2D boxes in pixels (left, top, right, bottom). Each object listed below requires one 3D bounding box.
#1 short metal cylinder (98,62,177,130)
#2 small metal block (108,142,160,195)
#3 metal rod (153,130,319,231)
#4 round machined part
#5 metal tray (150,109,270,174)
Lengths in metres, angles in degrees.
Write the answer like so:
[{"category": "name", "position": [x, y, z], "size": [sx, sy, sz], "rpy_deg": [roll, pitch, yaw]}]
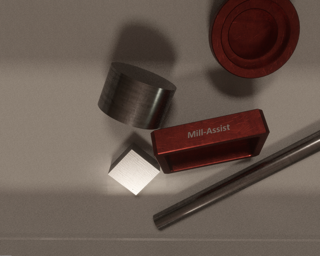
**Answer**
[{"category": "short metal cylinder", "position": [-0.027, -0.039, 0.367], "size": [0.080, 0.080, 0.050], "rpy_deg": [20, 109, -8]}, {"category": "small metal block", "position": [-0.035, 0.057, 0.432], "size": [0.050, 0.025, 0.050], "rpy_deg": [40, 105, -14]}, {"category": "metal rod", "position": [0.125, 0.069, 0.438], "size": [0.300, 0.025, 0.025], "rpy_deg": [-29, 108, 10]}, {"category": "round machined part", "position": [0.106, -0.110, 0.363], "size": [0.099, 0.042, 0.097], "rpy_deg": [0, 110, -1]}, {"category": "metal tray", "position": [0.061, 0.021, 0.387], "size": [0.131, 0.090, 0.030], "rpy_deg": [-12, 66, 4]}]
